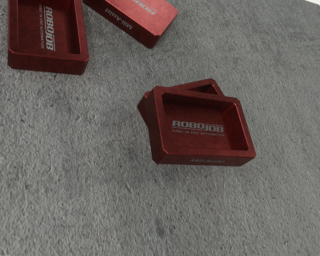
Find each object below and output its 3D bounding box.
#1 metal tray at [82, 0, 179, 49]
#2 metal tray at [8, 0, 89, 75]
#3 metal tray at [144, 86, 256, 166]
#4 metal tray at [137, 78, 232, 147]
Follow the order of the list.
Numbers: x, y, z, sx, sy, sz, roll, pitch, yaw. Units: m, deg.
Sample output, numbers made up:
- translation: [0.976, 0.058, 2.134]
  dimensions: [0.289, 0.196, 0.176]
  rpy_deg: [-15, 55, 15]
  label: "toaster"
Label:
- translation: [-0.044, -0.195, 0.495]
  dimensions: [0.130, 0.030, 0.090]
  rpy_deg: [34, 51, -6]
  label: "metal tray"
- translation: [-0.147, -0.133, 0.402]
  dimensions: [0.091, 0.030, 0.130]
  rpy_deg: [1, 61, -28]
  label: "metal tray"
- translation: [0.050, 0.000, 0.388]
  dimensions: [0.131, 0.030, 0.090]
  rpy_deg: [5, 60, -26]
  label: "metal tray"
- translation: [0.044, -0.017, 0.434]
  dimensions: [0.131, 0.030, 0.090]
  rpy_deg: [-17, 71, -35]
  label: "metal tray"
